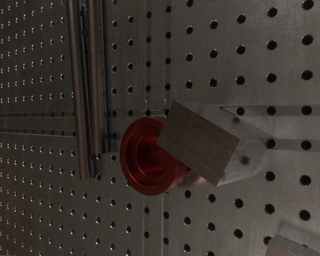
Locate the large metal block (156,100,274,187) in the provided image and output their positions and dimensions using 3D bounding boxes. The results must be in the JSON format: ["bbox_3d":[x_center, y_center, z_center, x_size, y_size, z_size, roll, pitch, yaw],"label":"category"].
[{"bbox_3d":[0.058,0.013,0.325,0.080,0.081,0.050,34,111,34],"label":"large metal block"}]

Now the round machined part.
[{"bbox_3d":[-0.003,0.035,0.399,0.098,0.042,0.097,0,90,39],"label":"round machined part"}]

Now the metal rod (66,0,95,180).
[{"bbox_3d":[-0.133,-0.066,0.515,0.025,0.025,0.298,-9,84,39],"label":"metal rod"}]

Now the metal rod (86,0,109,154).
[{"bbox_3d":[-0.100,-0.109,0.489,0.025,0.025,0.298,-5,87,39],"label":"metal rod"}]

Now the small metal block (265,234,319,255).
[{"bbox_3d":[0.129,0.141,0.302,0.050,0.025,0.050,16,100,38],"label":"small metal block"}]
